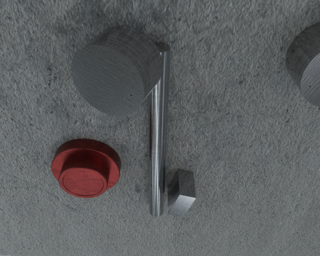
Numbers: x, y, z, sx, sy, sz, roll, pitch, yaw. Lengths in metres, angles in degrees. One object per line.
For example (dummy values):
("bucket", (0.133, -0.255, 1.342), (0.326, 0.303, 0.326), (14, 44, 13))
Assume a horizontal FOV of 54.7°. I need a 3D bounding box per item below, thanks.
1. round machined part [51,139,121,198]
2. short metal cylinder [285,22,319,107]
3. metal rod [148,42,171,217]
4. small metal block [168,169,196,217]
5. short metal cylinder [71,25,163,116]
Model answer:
("round machined part", (-0.108, 0.065, 0.450), (0.099, 0.042, 0.097), (0, 130, 0))
("short metal cylinder", (0.185, -0.069, 0.334), (0.081, 0.050, 0.079), (0, 130, 0))
("metal rod", (-0.004, 0.027, 0.429), (0.025, 0.025, 0.298), (1, 130, -1))
("small metal block", (0.032, 0.099, 0.476), (0.025, 0.050, 0.050), (14, 129, -12))
("short metal cylinder", (-0.043, -0.059, 0.323), (0.080, 0.050, 0.079), (13, 132, 16))
